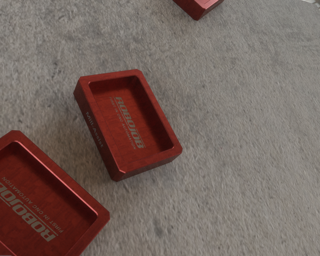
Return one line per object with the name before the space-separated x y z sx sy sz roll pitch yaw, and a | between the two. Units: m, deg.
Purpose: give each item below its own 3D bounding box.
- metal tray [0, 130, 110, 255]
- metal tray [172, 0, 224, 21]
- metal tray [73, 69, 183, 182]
metal tray | -0.124 0.075 0.288 0.130 0.030 0.090 42 51 1
metal tray | 0.075 -0.272 0.609 0.090 0.030 0.131 43 51 1
metal tray | -0.040 -0.009 0.385 0.091 0.030 0.130 -16 70 -35
